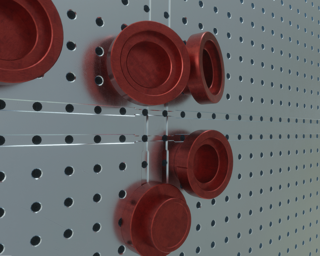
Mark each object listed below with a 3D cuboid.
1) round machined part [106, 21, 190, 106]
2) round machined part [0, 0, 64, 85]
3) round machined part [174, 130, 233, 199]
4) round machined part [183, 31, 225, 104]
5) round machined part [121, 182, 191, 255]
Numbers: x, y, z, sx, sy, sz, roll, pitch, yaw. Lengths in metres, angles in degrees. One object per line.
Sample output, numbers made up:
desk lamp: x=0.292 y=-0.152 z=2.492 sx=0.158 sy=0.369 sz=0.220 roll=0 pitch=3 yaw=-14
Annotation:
round machined part: x=-0.016 y=-0.075 z=0.375 sx=0.099 sy=0.042 sz=0.097 roll=0 pitch=89 yaw=-23
round machined part: x=-0.143 y=-0.088 z=0.279 sx=0.099 sy=0.042 sz=0.097 roll=0 pitch=90 yaw=-40
round machined part: x=0.059 y=0.051 z=0.451 sx=0.099 sy=0.042 sz=0.097 roll=0 pitch=90 yaw=-40
round machined part: x=0.054 y=-0.081 z=0.433 sx=0.098 sy=0.042 sz=0.097 roll=10 pitch=78 yaw=-59
round machined part: x=0.002 y=0.121 z=0.403 sx=0.099 sy=0.042 sz=0.097 roll=0 pitch=90 yaw=-40
